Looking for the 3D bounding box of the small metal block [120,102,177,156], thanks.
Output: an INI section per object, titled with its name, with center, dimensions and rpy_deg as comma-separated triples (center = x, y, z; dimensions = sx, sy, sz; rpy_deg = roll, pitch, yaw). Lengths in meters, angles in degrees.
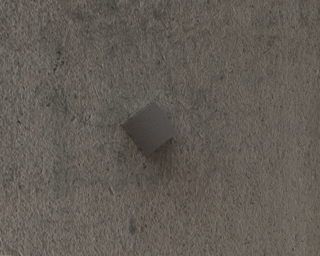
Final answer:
[small metal block]
center = -0.015, 0.001, 0.406
dimensions = 0.050, 0.025, 0.050
rpy_deg = -39, 103, -16
